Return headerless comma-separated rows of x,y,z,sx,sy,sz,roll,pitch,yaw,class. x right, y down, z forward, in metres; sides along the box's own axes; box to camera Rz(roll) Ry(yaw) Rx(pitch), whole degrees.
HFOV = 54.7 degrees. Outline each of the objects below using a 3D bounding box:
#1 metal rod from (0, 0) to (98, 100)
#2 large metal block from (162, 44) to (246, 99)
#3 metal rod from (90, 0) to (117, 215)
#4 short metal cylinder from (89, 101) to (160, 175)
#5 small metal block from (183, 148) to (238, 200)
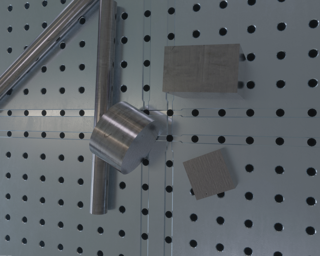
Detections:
-0.185,-0.126,0.477,0.300,0.025,0.025,-39,78,15,metal rod
0.055,-0.063,0.364,0.080,0.080,0.050,3,91,20,large metal block
-0.080,-0.028,0.440,0.025,0.025,0.298,3,91,20,metal rod
-0.044,0.013,0.399,0.050,0.080,0.080,32,100,17,short metal cylinder
0.063,0.057,0.390,0.050,0.025,0.050,-22,83,18,small metal block
